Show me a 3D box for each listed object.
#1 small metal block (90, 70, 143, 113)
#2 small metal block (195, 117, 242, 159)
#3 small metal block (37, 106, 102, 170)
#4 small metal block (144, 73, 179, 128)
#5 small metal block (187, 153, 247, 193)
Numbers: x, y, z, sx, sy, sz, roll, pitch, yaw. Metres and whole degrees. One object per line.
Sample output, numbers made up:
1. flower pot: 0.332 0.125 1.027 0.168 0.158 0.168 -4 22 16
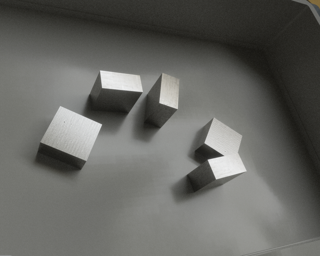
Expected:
1. small metal block: -0.056 -0.043 0.386 0.050 0.050 0.025 3 61 -27
2. small metal block: 0.083 0.021 0.437 0.050 0.025 0.050 32 51 -7
3. small metal block: -0.099 0.011 0.345 0.050 0.025 0.050 25 53 -13
4. small metal block: 0.002 -0.036 0.412 0.025 0.050 0.050 18 55 -18
5. small metal block: 0.071 0.057 0.393 0.050 0.050 0.025 -8 66 -32
